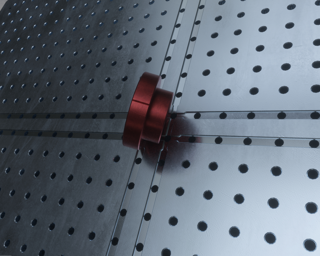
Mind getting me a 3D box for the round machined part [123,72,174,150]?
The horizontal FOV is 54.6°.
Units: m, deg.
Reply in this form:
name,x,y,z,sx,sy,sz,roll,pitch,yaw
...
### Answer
name,x,y,z,sx,sy,sz,roll,pitch,yaw
round machined part,-0.012,-0.018,0.392,0.042,0.098,0.098,17,67,2
